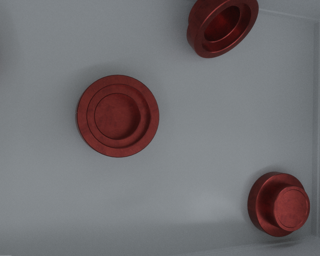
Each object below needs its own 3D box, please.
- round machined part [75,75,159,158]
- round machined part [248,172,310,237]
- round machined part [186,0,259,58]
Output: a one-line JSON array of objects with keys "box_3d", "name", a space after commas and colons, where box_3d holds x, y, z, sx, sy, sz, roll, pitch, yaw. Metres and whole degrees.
[{"box_3d": [-0.054, -0.014, 0.382, 0.099, 0.042, 0.097, 0, 90, -20], "name": "round machined part"}, {"box_3d": [0.188, 0.118, 0.473, 0.099, 0.042, 0.097, 0, 90, -21], "name": "round machined part"}, {"box_3d": [0.077, -0.144, 0.412, 0.099, 0.097, 0.042, -22, 63, -19], "name": "round machined part"}]
